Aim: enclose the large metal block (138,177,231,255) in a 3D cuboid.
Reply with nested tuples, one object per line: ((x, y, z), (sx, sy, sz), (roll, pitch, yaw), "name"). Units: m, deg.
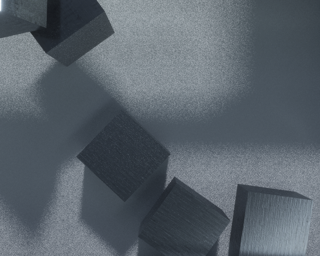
((0.029, 0.122, 0.399), (0.080, 0.050, 0.080), (35, 90, -1), "large metal block")

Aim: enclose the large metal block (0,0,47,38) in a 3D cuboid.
((-0.164, -0.144, 0.318), (0.080, 0.050, 0.080), (0, 88, 29), "large metal block")

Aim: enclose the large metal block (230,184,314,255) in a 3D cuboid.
((0.141, 0.122, 0.401), (0.081, 0.050, 0.080), (8, 90, -1), "large metal block")

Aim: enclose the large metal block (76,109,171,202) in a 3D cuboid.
((-0.044, 0.033, 0.398), (0.080, 0.050, 0.080), (44, 90, -1), "large metal block")

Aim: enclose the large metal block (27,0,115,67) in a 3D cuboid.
((-0.109, -0.126, 0.382), (0.080, 0.080, 0.050), (-36, 91, 0), "large metal block")
